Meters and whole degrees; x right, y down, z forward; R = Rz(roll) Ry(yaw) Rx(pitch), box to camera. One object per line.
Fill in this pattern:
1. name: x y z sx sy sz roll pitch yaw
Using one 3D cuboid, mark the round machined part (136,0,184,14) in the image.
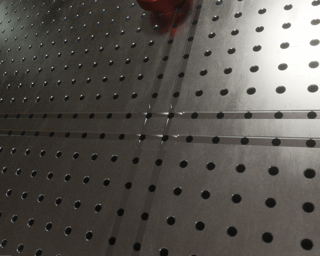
1. round machined part: 0.006 -0.239 0.539 0.098 0.042 0.098 -13 56 20
